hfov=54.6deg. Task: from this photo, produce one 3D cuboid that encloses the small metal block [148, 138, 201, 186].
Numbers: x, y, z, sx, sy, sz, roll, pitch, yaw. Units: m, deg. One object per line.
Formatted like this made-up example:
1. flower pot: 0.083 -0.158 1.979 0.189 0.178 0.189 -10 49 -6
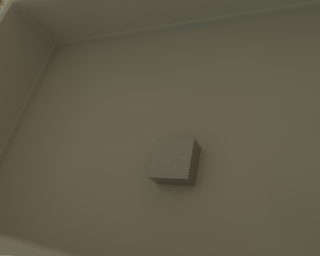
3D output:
1. small metal block: 0.018 0.041 0.372 0.050 0.025 0.050 -2 61 27
